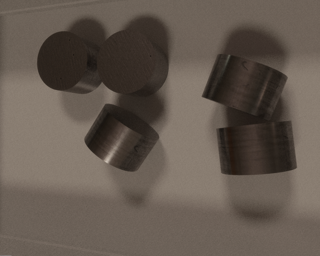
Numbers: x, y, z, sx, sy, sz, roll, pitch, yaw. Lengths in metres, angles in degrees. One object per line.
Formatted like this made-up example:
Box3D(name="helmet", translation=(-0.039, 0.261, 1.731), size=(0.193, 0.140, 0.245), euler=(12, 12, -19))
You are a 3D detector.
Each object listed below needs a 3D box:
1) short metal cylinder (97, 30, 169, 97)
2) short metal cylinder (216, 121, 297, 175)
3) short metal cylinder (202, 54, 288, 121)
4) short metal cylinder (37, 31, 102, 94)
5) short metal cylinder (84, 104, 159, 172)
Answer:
Box3D(name="short metal cylinder", translation=(-0.035, -0.082, 0.409), size=(0.080, 0.050, 0.079), euler=(0, 90, 19))
Box3D(name="short metal cylinder", translation=(0.106, 0.021, 0.344), size=(0.080, 0.080, 0.050), euler=(-7, 88, 19))
Box3D(name="short metal cylinder", translation=(0.094, -0.045, 0.348), size=(0.080, 0.080, 0.050), euler=(22, 98, 18))
Box3D(name="short metal cylinder", translation=(-0.124, -0.090, 0.439), size=(0.080, 0.050, 0.079), euler=(0, 90, 19))
Box3D(name="short metal cylinder", translation=(-0.048, 0.012, 0.397), size=(0.080, 0.080, 0.050), euler=(36, 102, 16))
